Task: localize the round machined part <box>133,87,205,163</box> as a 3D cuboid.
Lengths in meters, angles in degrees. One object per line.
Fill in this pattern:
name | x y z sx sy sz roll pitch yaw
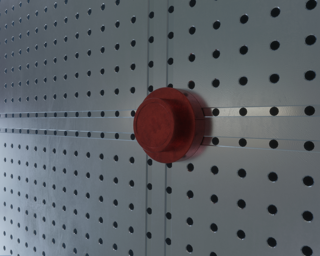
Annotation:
round machined part | 0.004 -0.004 0.396 0.098 0.042 0.097 0 90 40
